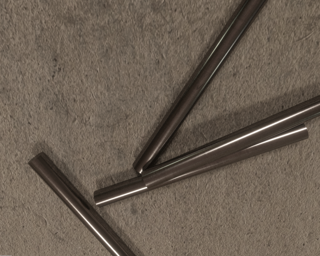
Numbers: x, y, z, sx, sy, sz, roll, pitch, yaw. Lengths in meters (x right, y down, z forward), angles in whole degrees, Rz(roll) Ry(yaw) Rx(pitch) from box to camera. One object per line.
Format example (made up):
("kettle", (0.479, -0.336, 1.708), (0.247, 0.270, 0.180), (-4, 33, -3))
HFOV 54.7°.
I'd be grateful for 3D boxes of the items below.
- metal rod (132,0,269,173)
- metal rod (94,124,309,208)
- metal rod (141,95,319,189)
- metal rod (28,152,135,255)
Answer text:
("metal rod", (0.052, -0.062, 0.387), (0.025, 0.025, 0.299), (31, 107, -11))
("metal rod", (0.051, 0.052, 0.429), (0.301, 0.025, 0.025), (-19, 109, 6))
("metal rod", (0.118, 0.009, 0.402), (0.301, 0.025, 0.025), (-24, 109, 3))
("metal rod", (-0.086, 0.157, 0.466), (0.025, 0.025, 0.299), (-32, 107, 11))
